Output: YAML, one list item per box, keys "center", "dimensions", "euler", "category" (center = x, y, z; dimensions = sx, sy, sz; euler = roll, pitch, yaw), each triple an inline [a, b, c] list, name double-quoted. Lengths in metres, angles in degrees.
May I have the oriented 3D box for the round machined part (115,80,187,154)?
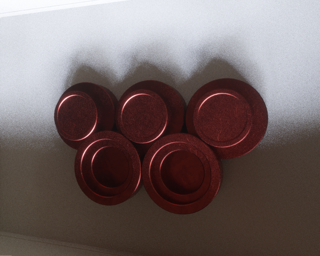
- center: [-0.016, -0.014, 0.405]
  dimensions: [0.098, 0.042, 0.097]
  euler: [0, 89, 20]
  category: "round machined part"

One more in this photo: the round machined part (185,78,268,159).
- center: [0.077, -0.011, 0.371]
  dimensions: [0.098, 0.042, 0.097]
  euler: [0, 89, 20]
  category: "round machined part"

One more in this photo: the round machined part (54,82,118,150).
- center: [-0.108, -0.016, 0.437]
  dimensions: [0.098, 0.042, 0.097]
  euler: [0, 89, 19]
  category: "round machined part"

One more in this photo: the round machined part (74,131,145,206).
- center: [-0.063, 0.052, 0.422]
  dimensions: [0.098, 0.042, 0.097]
  euler: [0, 90, 20]
  category: "round machined part"

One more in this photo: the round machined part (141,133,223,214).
- center: [0.030, 0.054, 0.389]
  dimensions: [0.098, 0.042, 0.097]
  euler: [0, 90, 20]
  category: "round machined part"
